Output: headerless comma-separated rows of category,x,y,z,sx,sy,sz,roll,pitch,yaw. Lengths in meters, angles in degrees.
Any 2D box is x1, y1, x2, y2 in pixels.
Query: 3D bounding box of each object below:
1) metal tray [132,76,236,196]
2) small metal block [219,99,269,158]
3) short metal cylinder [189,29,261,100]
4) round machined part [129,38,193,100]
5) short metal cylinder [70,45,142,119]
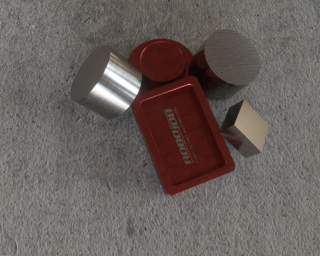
metal tray,0.027,0.009,0.392,0.091,0.030,0.129,-21,81,-8
small metal block,0.107,0.001,0.391,0.050,0.025,0.050,43,49,-13
short metal cylinder,0.086,-0.084,0.416,0.081,0.050,0.080,6,71,-17
round machined part,0.002,-0.085,0.432,0.099,0.042,0.098,0,70,0
short metal cylinder,-0.069,-0.057,0.394,0.050,0.080,0.080,32,66,-36
